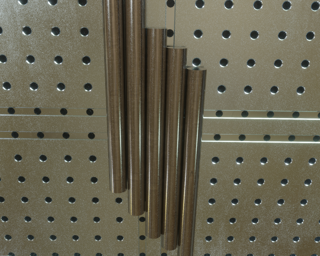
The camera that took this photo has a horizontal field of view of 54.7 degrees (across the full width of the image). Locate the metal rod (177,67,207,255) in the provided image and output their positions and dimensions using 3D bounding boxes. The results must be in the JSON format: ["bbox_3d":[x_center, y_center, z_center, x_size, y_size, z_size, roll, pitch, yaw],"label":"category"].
[{"bbox_3d":[0.043,0.066,0.437,0.025,0.025,0.298,1,110,-1],"label":"metal rod"}]

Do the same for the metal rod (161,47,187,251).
[{"bbox_3d":[0.018,0.042,0.428,0.025,0.025,0.298,1,110,-1],"label":"metal rod"}]

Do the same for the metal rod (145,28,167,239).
[{"bbox_3d":[-0.007,0.021,0.420,0.025,0.025,0.298,1,110,-1],"label":"metal rod"}]

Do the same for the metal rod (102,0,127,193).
[{"bbox_3d":[-0.057,-0.053,0.393,0.025,0.025,0.298,1,110,-1],"label":"metal rod"}]

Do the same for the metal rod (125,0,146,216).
[{"bbox_3d":[-0.031,-0.017,0.406,0.025,0.025,0.298,1,110,-1],"label":"metal rod"}]
